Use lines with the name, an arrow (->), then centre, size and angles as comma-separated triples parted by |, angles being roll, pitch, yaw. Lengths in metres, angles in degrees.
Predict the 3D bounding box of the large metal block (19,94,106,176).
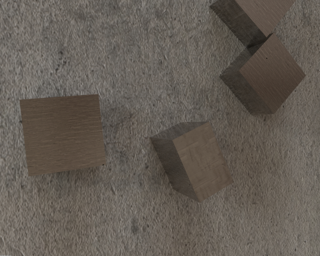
large metal block -> -0.110, 0.006, 0.355 | 0.081, 0.050, 0.080 | -7, 92, -20

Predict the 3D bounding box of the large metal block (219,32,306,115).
large metal block -> 0.149, -0.076, 0.450 | 0.080, 0.050, 0.080 | 47, 76, -14

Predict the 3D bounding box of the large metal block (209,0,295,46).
large metal block -> 0.133, -0.180, 0.444 | 0.080, 0.050, 0.080 | 43, 77, -15

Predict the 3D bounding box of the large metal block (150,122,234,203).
large metal block -> 0.037, 0.039, 0.393 | 0.050, 0.080, 0.080 | -26, 99, -18
